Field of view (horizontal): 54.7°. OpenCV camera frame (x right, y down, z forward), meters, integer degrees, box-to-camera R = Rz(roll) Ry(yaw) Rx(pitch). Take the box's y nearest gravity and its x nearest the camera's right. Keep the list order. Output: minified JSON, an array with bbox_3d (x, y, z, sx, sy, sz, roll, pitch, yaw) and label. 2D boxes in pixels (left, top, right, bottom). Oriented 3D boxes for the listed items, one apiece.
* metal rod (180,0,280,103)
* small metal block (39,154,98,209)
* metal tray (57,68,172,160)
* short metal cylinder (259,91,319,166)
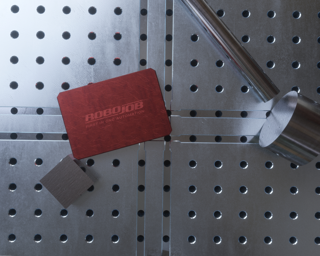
[{"bbox_3d":[0.055,-0.157,0.413,0.025,0.025,0.300,-40,91,0],"label":"metal rod"},{"bbox_3d":[-0.120,0.070,0.412,0.050,0.025,0.050,-43,91,0],"label":"small metal block"},{"bbox_3d":[-0.058,-0.018,0.410,0.131,0.030,0.090,-15,90,-1],"label":"metal tray"},{"bbox_3d":[0.169,0.000,0.388,0.050,0.080,0.080,28,90,-1],"label":"short metal cylinder"}]
